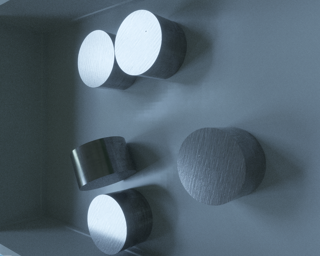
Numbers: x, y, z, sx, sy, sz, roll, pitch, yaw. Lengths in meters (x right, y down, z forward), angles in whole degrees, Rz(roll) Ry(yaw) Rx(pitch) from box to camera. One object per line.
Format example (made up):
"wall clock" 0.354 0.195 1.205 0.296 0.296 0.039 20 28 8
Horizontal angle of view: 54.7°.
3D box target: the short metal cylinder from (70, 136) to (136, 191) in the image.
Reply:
"short metal cylinder" -0.080 0.051 0.438 0.080 0.081 0.050 -32 70 35

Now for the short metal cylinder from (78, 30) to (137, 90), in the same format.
"short metal cylinder" -0.075 -0.097 0.452 0.080 0.050 0.080 0 90 40

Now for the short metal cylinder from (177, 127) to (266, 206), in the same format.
"short metal cylinder" 0.066 0.039 0.336 0.080 0.050 0.080 0 90 40

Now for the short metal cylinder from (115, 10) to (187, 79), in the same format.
"short metal cylinder" -0.013 -0.105 0.401 0.080 0.050 0.080 0 90 40

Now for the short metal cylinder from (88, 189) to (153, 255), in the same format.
"short metal cylinder" -0.057 0.130 0.438 0.080 0.050 0.080 0 90 40
